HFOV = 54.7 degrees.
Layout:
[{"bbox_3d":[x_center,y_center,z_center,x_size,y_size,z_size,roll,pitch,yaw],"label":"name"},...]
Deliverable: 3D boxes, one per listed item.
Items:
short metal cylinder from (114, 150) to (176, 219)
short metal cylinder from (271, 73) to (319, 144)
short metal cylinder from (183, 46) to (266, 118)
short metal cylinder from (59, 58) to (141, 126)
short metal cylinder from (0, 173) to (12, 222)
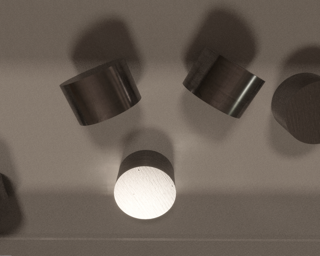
[{"bbox_3d":[-0.020,0.077,0.426,0.081,0.050,0.079,0,110,-1],"label":"short metal cylinder"},{"bbox_3d":[0.190,-0.026,0.391,0.081,0.050,0.079,0,110,-1],"label":"short metal cylinder"},{"bbox_3d":[0.074,-0.054,0.363,0.080,0.080,0.050,28,108,-10],"label":"short metal cylinder"},{"bbox_3d":[-0.069,-0.044,0.365,0.080,0.080,0.050,-20,109,7],"label":"short metal cylinder"},{"bbox_3d":[-0.249,0.098,0.415,0.080,0.080,0.050,-7,110,2],"label":"short metal cylinder"}]
